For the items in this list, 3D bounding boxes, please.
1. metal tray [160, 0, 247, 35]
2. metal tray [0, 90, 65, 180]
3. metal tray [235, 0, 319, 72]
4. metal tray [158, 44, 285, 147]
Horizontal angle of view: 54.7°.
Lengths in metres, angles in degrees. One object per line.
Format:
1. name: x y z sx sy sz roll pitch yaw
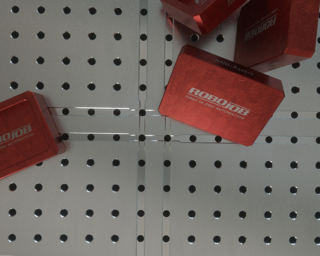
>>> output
1. metal tray: 0.074 -0.181 0.384 0.130 0.030 0.090 -41 46 -1
2. metal tray: -0.205 0.017 0.408 0.131 0.030 0.090 -23 90 -1
3. metal tray: 0.130 -0.116 0.361 0.030 0.130 0.089 6 90 -9
4. metal tray: 0.073 -0.038 0.387 0.131 0.030 0.089 21 128 -1
